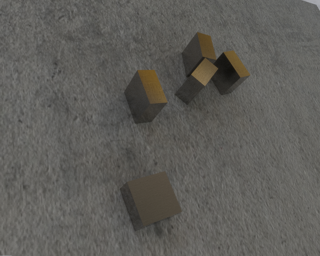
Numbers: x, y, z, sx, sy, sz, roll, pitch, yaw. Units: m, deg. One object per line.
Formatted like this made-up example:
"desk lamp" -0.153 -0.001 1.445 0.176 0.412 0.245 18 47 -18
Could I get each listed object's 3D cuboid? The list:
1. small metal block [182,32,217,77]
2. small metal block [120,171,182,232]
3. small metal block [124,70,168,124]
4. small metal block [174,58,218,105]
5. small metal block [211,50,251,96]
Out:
"small metal block" 0.061 -0.114 0.492 0.025 0.050 0.050 7 59 -25
"small metal block" -0.011 0.082 0.350 0.050 0.025 0.050 -11 67 -33
"small metal block" -0.020 -0.040 0.403 0.025 0.050 0.050 -7 66 -32
"small metal block" 0.054 -0.069 0.461 0.025 0.050 0.050 40 51 -2
"small metal block" 0.110 -0.089 0.504 0.025 0.050 0.050 -18 72 -35
